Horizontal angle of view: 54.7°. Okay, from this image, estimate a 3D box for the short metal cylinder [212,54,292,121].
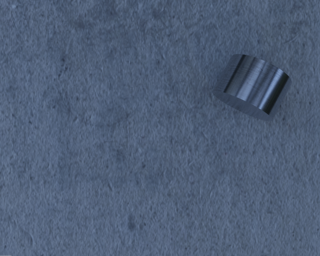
[{"bbox_3d":[0.113,-0.049,0.384,0.080,0.080,0.050,28,90,-1],"label":"short metal cylinder"}]
